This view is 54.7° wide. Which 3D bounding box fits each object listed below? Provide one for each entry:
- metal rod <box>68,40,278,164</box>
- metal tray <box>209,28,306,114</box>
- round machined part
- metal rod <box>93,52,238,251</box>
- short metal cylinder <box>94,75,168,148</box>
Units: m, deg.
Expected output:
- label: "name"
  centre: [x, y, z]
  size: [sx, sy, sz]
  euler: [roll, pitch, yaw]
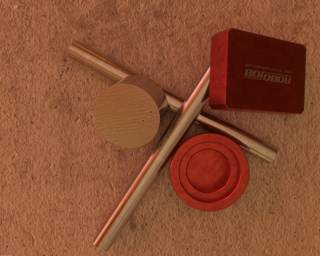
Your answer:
- label: "metal rod"
  centre: [0.017, -0.034, 0.412]
  size: [0.301, 0.025, 0.025]
  euler: [28, 90, 0]
- label: "metal tray"
  centre: [0.123, -0.064, 0.381]
  size: [0.131, 0.030, 0.089]
  euler: [2, 90, -28]
- label: "round machined part"
  centre: [0.062, 0.055, 0.403]
  size: [0.099, 0.042, 0.097]
  euler: [0, 90, 0]
- label: "metal rod"
  centre: [0.004, 0.030, 0.394]
  size: [0.025, 0.025, 0.299]
  euler: [33, 96, 0]
- label: "short metal cylinder"
  centre: [-0.034, -0.022, 0.385]
  size: [0.080, 0.050, 0.079]
  euler: [4, 111, 11]
